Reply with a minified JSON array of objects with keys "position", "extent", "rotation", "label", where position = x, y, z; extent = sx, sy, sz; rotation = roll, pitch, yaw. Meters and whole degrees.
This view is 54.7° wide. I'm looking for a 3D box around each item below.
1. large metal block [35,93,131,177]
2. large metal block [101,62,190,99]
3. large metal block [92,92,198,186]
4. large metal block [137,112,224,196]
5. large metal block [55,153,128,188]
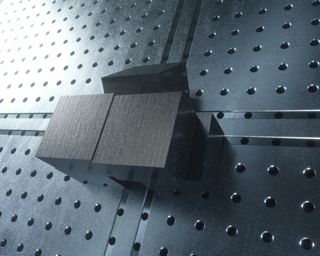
[{"position":[-0.085,0.008,0.362],"extent":[0.080,0.050,0.080],"rotation":[0,62,28],"label":"large metal block"},{"position":[-0.016,-0.052,0.404],"extent":[0.080,0.050,0.080],"rotation":[1,20,28],"label":"large metal block"},{"position":[-0.013,0.011,0.324],"extent":[0.080,0.050,0.080],"rotation":[0,62,28],"label":"large metal block"},{"position":[0.024,0.030,0.360],"extent":[0.080,0.050,0.080],"rotation":[-1,61,27],"label":"large metal block"},{"position":[-0.080,0.030,0.415],"extent":[0.080,0.050,0.080],"rotation":[2,62,28],"label":"large metal block"}]
